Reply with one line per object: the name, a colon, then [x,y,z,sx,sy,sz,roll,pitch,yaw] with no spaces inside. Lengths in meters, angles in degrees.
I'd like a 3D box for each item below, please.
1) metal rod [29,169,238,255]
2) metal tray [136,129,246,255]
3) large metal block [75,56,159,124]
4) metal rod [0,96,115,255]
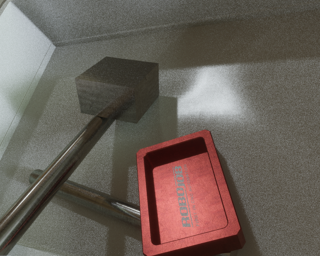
metal rod: [-0.055,0.096,0.373,0.300,0.025,0.025,11,67,32]
metal tray: [0.025,0.067,0.324,0.090,0.030,0.130,-17,44,8]
large metal block: [-0.053,-0.054,0.416,0.080,0.050,0.080,11,35,17]
metal rod: [-0.105,0.040,0.344,0.025,0.025,0.301,-7,29,24]
